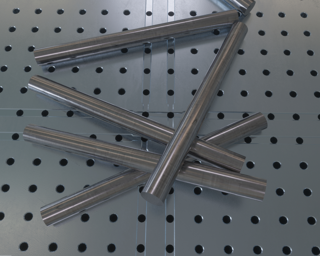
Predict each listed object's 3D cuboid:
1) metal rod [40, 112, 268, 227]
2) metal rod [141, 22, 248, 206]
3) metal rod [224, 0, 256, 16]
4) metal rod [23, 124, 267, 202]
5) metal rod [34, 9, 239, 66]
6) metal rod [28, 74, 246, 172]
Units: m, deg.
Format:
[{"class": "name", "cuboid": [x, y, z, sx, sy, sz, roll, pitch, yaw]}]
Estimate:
[{"class": "metal rod", "cuboid": [-0.001, 0.048, 0.394, 0.302, 0.025, 0.025, -23, 72, -8]}, {"class": "metal rod", "cuboid": [0.056, -0.039, 0.388, 0.025, 0.025, 0.301, 25, 57, 9]}, {"class": "metal rod", "cuboid": [0.034, -0.285, 0.516, 0.025, 0.025, 0.300, -43, 76, -14]}, {"class": "metal rod", "cuboid": [-0.029, 0.037, 0.373, 0.301, 0.025, 0.025, 12, 70, 14]}, {"class": "metal rod", "cuboid": [-0.031, -0.135, 0.461, 0.302, 0.025, 0.025, -13, 71, -5]}, {"class": "metal rod", "cuboid": [-0.040, -0.009, 0.397, 0.301, 0.025, 0.025, 22, 71, 14]}]
